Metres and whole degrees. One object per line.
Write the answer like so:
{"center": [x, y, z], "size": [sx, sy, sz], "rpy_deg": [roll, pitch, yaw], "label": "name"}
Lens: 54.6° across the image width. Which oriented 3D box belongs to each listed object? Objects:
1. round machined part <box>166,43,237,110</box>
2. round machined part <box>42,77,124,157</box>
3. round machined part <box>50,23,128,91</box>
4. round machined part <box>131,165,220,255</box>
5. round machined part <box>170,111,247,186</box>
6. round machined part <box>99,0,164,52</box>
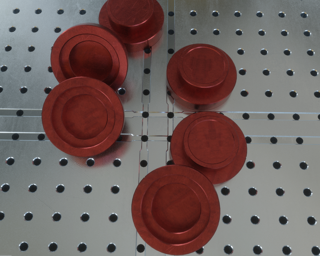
{"center": [0.058, -0.077, 0.431], "size": [0.099, 0.042, 0.098], "rpy_deg": [0, 70, 0], "label": "round machined part"}
{"center": [-0.094, -0.015, 0.395], "size": [0.099, 0.042, 0.097], "rpy_deg": [0, 94, -4], "label": "round machined part"}
{"center": [-0.091, -0.091, 0.417], "size": [0.099, 0.097, 0.042], "rpy_deg": [-1, 26, -2], "label": "round machined part"}
{"center": [0.020, 0.091, 0.360], "size": [0.098, 0.042, 0.098], "rpy_deg": [-1, 84, 9], "label": "round machined part"}
{"center": [0.062, 0.023, 0.395], "size": [0.099, 0.042, 0.098], "rpy_deg": [0, 70, 0], "label": "round machined part"}
{"center": [-0.043, -0.167, 0.464], "size": [0.099, 0.042, 0.098], "rpy_deg": [0, 70, 0], "label": "round machined part"}
